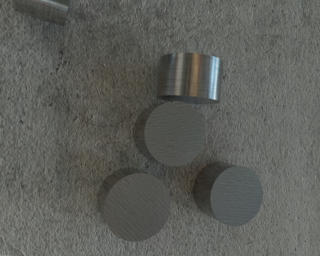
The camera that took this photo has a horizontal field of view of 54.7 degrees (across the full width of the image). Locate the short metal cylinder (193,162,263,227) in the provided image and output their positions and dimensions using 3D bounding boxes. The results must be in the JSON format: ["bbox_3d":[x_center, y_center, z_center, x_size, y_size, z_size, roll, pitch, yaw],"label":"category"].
[{"bbox_3d":[0.093,0.089,0.430,0.081,0.050,0.080,0,90,-20],"label":"short metal cylinder"}]

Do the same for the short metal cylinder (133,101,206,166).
[{"bbox_3d":[0.011,0.007,0.400,0.081,0.050,0.080,0,90,-20],"label":"short metal cylinder"}]

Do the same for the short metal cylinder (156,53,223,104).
[{"bbox_3d":[0.038,-0.060,0.393,0.081,0.080,0.050,5,88,-20],"label":"short metal cylinder"}]

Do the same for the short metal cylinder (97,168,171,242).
[{"bbox_3d":[-0.033,0.092,0.384,0.081,0.050,0.080,0,90,-20],"label":"short metal cylinder"}]

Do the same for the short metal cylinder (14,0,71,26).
[{"bbox_3d":[-0.121,-0.157,0.335,0.050,0.080,0.080,13,86,-20],"label":"short metal cylinder"}]
